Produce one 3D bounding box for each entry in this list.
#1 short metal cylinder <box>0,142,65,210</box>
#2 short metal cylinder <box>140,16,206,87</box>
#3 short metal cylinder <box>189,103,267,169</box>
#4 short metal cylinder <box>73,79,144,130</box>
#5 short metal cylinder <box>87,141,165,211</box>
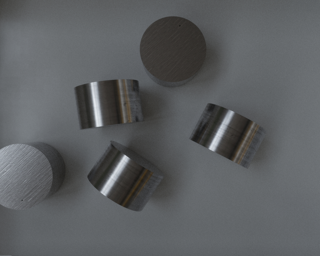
[{"bbox_3d":[-0.169,0.059,0.398,0.081,0.050,0.080,0,90,0],"label":"short metal cylinder"},{"bbox_3d":[0.016,-0.095,0.399,0.081,0.050,0.080,0,90,0],"label":"short metal cylinder"},{"bbox_3d":[0.083,0.010,0.384,0.080,0.080,0.050,27,90,0],"label":"short metal cylinder"},{"bbox_3d":[-0.063,-0.028,0.383,0.080,0.080,0.050,-8,90,0],"label":"short metal cylinder"},{"bbox_3d":[-0.041,0.058,0.383,0.080,0.080,0.050,33,90,0],"label":"short metal cylinder"}]
